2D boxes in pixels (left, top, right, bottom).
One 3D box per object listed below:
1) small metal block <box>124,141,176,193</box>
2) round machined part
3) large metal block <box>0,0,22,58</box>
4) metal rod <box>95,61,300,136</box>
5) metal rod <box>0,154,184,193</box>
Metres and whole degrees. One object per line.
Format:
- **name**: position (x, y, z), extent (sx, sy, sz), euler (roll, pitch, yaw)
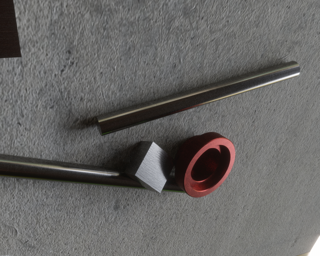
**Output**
- **small metal block**: position (-0.012, 0.052, 0.417), extent (0.050, 0.025, 0.050), euler (42, 65, -32)
- **round machined part**: position (0.060, 0.049, 0.455), extent (0.099, 0.042, 0.097), euler (-19, 125, -29)
- **large metal block**: position (-0.160, -0.100, 0.242), extent (0.081, 0.050, 0.079), euler (-9, 123, -24)
- **metal rod**: position (0.064, -0.045, 0.415), extent (0.302, 0.025, 0.025), euler (-18, 126, -19)
- **metal rod**: position (-0.071, 0.064, 0.408), extent (0.302, 0.025, 0.025), euler (13, 112, -34)
